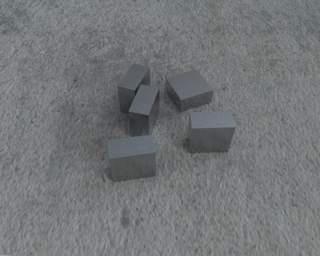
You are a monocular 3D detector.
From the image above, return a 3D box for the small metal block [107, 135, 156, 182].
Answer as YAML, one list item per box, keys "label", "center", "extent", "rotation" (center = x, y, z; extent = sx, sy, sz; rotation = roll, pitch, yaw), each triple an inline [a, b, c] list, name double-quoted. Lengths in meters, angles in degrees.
- label: "small metal block"
  center: [-0.032, 0.036, 0.357]
  extent: [0.050, 0.050, 0.025]
  rotation: [-7, 51, -7]

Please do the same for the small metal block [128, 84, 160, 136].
- label: "small metal block"
  center: [-0.019, -0.020, 0.404]
  extent: [0.025, 0.050, 0.050]
  rotation: [12, 51, 9]

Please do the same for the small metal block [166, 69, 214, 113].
- label: "small metal block"
  center: [0.042, -0.055, 0.450]
  extent: [0.050, 0.025, 0.050]
  rotation: [-19, 53, -15]

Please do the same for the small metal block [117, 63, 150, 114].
- label: "small metal block"
  center: [-0.035, -0.053, 0.431]
  extent: [0.025, 0.050, 0.050]
  rotation: [17, 52, 13]

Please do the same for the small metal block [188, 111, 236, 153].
- label: "small metal block"
  center: [0.061, 0.006, 0.383]
  extent: [0.050, 0.050, 0.025]
  rotation: [-2, 50, -2]
